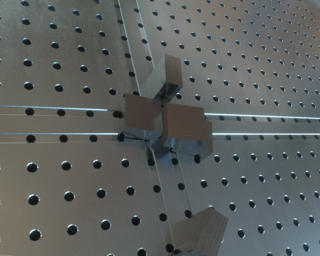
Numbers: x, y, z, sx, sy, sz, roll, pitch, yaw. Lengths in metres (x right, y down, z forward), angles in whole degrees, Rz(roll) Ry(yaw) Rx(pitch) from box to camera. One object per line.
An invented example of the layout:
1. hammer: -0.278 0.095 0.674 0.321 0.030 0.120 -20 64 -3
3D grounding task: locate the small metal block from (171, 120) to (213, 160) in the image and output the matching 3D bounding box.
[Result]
1. small metal block: 0.044 0.011 0.427 0.050 0.025 0.050 17 55 -19

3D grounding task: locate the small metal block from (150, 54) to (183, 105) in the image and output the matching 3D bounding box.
1. small metal block: 0.008 -0.067 0.439 0.025 0.050 0.050 12 57 -22

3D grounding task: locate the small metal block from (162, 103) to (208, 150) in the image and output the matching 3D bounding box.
1. small metal block: 0.030 -0.001 0.395 0.050 0.025 0.050 7 57 -14

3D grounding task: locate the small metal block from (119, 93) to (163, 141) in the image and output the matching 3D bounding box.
1. small metal block: -0.026 -0.014 0.404 0.050 0.025 0.050 10 58 -23

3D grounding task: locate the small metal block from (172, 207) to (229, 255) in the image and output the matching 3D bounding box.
1. small metal block: 0.045 0.122 0.344 0.025 0.050 0.050 35 51 -6
